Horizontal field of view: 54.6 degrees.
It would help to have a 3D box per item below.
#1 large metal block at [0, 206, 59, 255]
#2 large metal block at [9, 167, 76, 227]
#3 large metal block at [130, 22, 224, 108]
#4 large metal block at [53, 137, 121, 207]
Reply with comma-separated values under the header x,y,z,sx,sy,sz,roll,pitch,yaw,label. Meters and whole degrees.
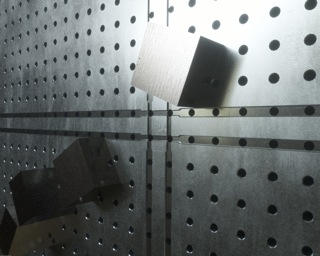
x,y,z,sx,sy,sz,roll,pitch,yaw,label
-0.246,0.187,0.579,0.050,0.081,0.080,38,113,34,large metal block
-0.207,0.118,0.546,0.050,0.081,0.080,-36,68,34,large metal block
0.019,-0.076,0.379,0.080,0.050,0.080,29,108,36,large metal block
-0.118,0.069,0.492,0.080,0.050,0.080,-37,68,34,large metal block
